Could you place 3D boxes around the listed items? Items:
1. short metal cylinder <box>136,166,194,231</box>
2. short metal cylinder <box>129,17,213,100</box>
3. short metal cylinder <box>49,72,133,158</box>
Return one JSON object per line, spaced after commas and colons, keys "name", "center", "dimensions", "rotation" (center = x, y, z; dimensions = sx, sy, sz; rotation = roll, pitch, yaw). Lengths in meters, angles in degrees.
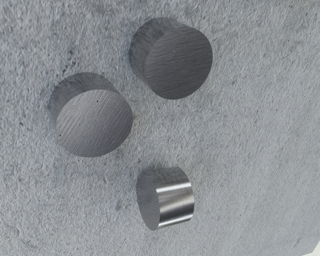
{"name": "short metal cylinder", "center": [0.005, 0.097, 0.434], "dimensions": [0.050, 0.080, 0.079], "rotation": [-6, 121, -25]}
{"name": "short metal cylinder", "center": [0.011, -0.078, 0.348], "dimensions": [0.081, 0.050, 0.079], "rotation": [-14, 124, -21]}
{"name": "short metal cylinder", "center": [-0.076, -0.015, 0.340], "dimensions": [0.081, 0.050, 0.079], "rotation": [-14, 124, -21]}
